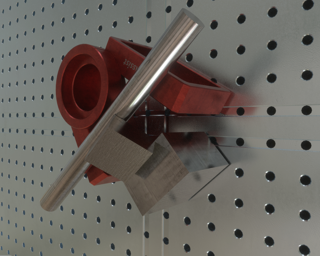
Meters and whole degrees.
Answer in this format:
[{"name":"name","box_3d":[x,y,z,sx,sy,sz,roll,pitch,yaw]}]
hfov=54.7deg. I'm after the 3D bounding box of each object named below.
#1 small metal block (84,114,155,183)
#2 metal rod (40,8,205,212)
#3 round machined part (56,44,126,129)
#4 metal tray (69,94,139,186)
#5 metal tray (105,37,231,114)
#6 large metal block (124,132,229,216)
[{"name":"small metal block","box_3d":[-0.041,0.022,0.318,0.050,0.050,0.025,-50,16,28]},{"name":"metal rod","box_3d":[-0.059,0.002,0.338,0.299,0.025,0.025,-48,62,29]},{"name":"round machined part","box_3d":[-0.079,-0.048,0.371,0.098,0.042,0.097,0,90,39]},{"name":"metal tray","box_3d":[-0.070,0.007,0.422,0.030,0.091,0.130,-36,68,34]},{"name":"metal tray","box_3d":[0.006,-0.061,0.359,0.130,0.091,0.030,38,114,33]},{"name":"large metal block","box_3d":[0.017,0.049,0.353,0.080,0.081,0.050,-49,62,29]}]
